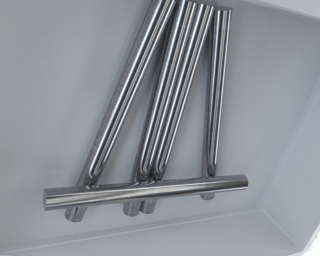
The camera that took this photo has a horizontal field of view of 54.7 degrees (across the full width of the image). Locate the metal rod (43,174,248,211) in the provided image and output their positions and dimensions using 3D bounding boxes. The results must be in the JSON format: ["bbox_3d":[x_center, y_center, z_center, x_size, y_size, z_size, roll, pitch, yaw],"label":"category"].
[{"bbox_3d":[0.001,0.085,0.426,0.303,0.025,0.025,1,118,-29],"label":"metal rod"}]

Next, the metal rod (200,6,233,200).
[{"bbox_3d":[0.076,-0.013,0.440,0.025,0.025,0.298,-15,125,-20],"label":"metal rod"}]

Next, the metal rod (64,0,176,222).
[{"bbox_3d":[-0.055,-0.010,0.371,0.025,0.025,0.298,13,112,-34],"label":"metal rod"}]

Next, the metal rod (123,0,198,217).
[{"bbox_3d":[-0.007,-0.008,0.398,0.025,0.025,0.298,1,118,-29],"label":"metal rod"}]

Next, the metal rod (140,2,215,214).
[{"bbox_3d":[0.014,-0.008,0.410,0.025,0.025,0.298,1,118,-29],"label":"metal rod"}]
